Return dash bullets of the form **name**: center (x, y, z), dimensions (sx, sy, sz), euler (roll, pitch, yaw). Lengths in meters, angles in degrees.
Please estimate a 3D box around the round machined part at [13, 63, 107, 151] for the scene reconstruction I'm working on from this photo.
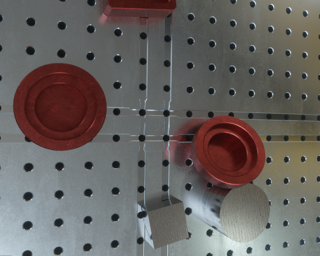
- **round machined part**: center (-0.115, -0.023, 0.361), dimensions (0.099, 0.042, 0.097), euler (0, 90, -20)

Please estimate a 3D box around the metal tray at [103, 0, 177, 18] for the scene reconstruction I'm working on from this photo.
- **metal tray**: center (-0.031, -0.213, 0.398), dimensions (0.091, 0.030, 0.129), euler (-6, 92, -20)

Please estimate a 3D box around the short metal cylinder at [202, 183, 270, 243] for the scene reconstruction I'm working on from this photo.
- **short metal cylinder**: center (0.107, 0.114, 0.441), dimensions (0.081, 0.050, 0.079), euler (0, 90, -21)

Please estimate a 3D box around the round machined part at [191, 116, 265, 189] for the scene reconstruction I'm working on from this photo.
- **round machined part**: center (0.089, 0.036, 0.425), dimensions (0.099, 0.042, 0.098), euler (5, 64, -11)

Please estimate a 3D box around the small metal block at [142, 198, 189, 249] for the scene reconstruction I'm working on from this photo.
- **small metal block**: center (0.007, 0.127, 0.417), dimensions (0.050, 0.025, 0.050), euler (-11, 94, -20)
